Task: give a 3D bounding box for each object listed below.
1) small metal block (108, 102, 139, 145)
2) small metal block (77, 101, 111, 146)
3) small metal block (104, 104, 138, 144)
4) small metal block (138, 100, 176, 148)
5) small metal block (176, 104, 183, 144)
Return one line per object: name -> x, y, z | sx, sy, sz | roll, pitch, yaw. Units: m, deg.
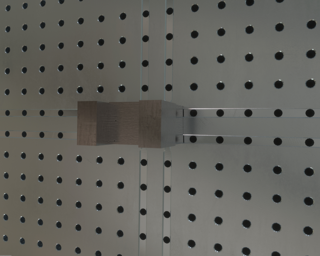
small metal block -> -0.033, -0.006, 0.371 | 0.050, 0.025, 0.050 | 1, 90, 19
small metal block -> -0.073, -0.005, 0.370 | 0.025, 0.050, 0.050 | 1, 90, 20
small metal block -> -0.051, -0.005, 0.415 | 0.025, 0.050, 0.050 | 1, 90, 20
small metal block -> -0.002, -0.004, 0.344 | 0.025, 0.050, 0.050 | 1, 90, 20
small metal block -> 0.011, -0.004, 0.394 | 0.025, 0.050, 0.050 | -1, 90, 20
